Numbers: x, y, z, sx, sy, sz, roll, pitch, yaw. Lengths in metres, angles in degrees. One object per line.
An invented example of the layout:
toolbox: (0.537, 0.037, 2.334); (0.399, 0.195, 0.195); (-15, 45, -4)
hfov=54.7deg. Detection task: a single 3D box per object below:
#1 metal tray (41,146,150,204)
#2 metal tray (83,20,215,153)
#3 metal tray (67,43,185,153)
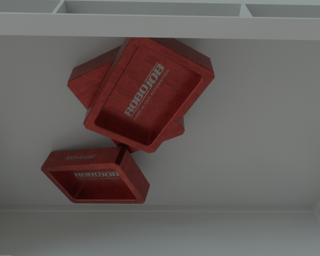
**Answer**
metal tray: (-0.091, 0.071, 0.442); (0.130, 0.030, 0.090); (-6, 132, 24)
metal tray: (-0.015, -0.036, 0.334); (0.091, 0.030, 0.129); (24, 126, -20)
metal tray: (-0.036, -0.031, 0.379); (0.090, 0.030, 0.130); (-21, 127, 16)
